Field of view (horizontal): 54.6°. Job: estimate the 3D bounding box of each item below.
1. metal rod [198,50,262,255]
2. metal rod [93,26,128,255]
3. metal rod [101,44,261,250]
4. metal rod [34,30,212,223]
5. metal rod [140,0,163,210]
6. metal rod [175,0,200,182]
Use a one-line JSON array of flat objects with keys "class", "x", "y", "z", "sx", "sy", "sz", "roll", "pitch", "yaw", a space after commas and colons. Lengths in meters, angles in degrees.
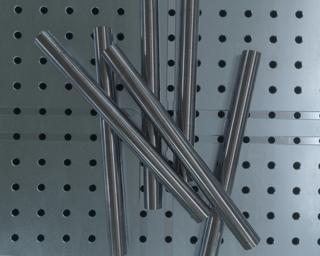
[{"class": "metal rod", "x": 0.091, "y": 0.046, "z": 0.413, "sx": 0.025, "sy": 0.025, "sz": 0.299, "roll": 12, "pitch": 90, "yaw": 0}, {"class": "metal rod", "x": -0.066, "y": 0.018, "z": 0.412, "sx": 0.025, "sy": 0.025, "sz": 0.298, "roll": -4, "pitch": 90, "yaw": 0}, {"class": "metal rod", "x": 0.026, "y": 0.023, "z": 0.387, "sx": 0.025, "sy": 0.025, "sz": 0.300, "roll": -36, "pitch": 90, "yaw": 0}, {"class": "metal rod", "x": -0.045, "y": -0.001, "z": 0.386, "sx": 0.025, "sy": 0.025, "sz": 0.300, "roll": -42, "pitch": 90, "yaw": 0}, {"class": "metal rod", "x": -0.012, "y": -0.044, "z": 0.413, "sx": 0.025, "sy": 0.025, "sz": 0.298, "roll": -1, "pitch": 90, "yaw": 0}, {"class": "metal rod", "x": 0.037, "y": -0.080, "z": 0.413, "sx": 0.025, "sy": 0.025, "sz": 0.298, "roll": 2, "pitch": 90, "yaw": 0}]
